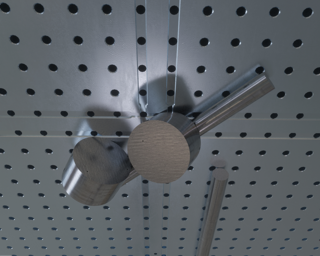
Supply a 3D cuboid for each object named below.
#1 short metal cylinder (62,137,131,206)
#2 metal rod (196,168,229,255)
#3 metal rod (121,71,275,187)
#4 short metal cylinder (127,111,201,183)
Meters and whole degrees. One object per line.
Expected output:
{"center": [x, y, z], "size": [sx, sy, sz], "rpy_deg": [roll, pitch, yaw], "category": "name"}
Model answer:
{"center": [-0.087, 0.058, 0.424], "size": [0.080, 0.080, 0.050], "rpy_deg": [22, 127, -18], "category": "short metal cylinder"}
{"center": [0.089, 0.184, 0.568], "size": [0.025, 0.025, 0.298], "rpy_deg": [1, 130, -1], "category": "metal rod"}
{"center": [0.018, 0.021, 0.429], "size": [0.299, 0.025, 0.025], "rpy_deg": [-35, 122, 26], "category": "metal rod"}
{"center": [0.006, 0.023, 0.392], "size": [0.080, 0.050, 0.079], "rpy_deg": [6, 106, 20], "category": "short metal cylinder"}
